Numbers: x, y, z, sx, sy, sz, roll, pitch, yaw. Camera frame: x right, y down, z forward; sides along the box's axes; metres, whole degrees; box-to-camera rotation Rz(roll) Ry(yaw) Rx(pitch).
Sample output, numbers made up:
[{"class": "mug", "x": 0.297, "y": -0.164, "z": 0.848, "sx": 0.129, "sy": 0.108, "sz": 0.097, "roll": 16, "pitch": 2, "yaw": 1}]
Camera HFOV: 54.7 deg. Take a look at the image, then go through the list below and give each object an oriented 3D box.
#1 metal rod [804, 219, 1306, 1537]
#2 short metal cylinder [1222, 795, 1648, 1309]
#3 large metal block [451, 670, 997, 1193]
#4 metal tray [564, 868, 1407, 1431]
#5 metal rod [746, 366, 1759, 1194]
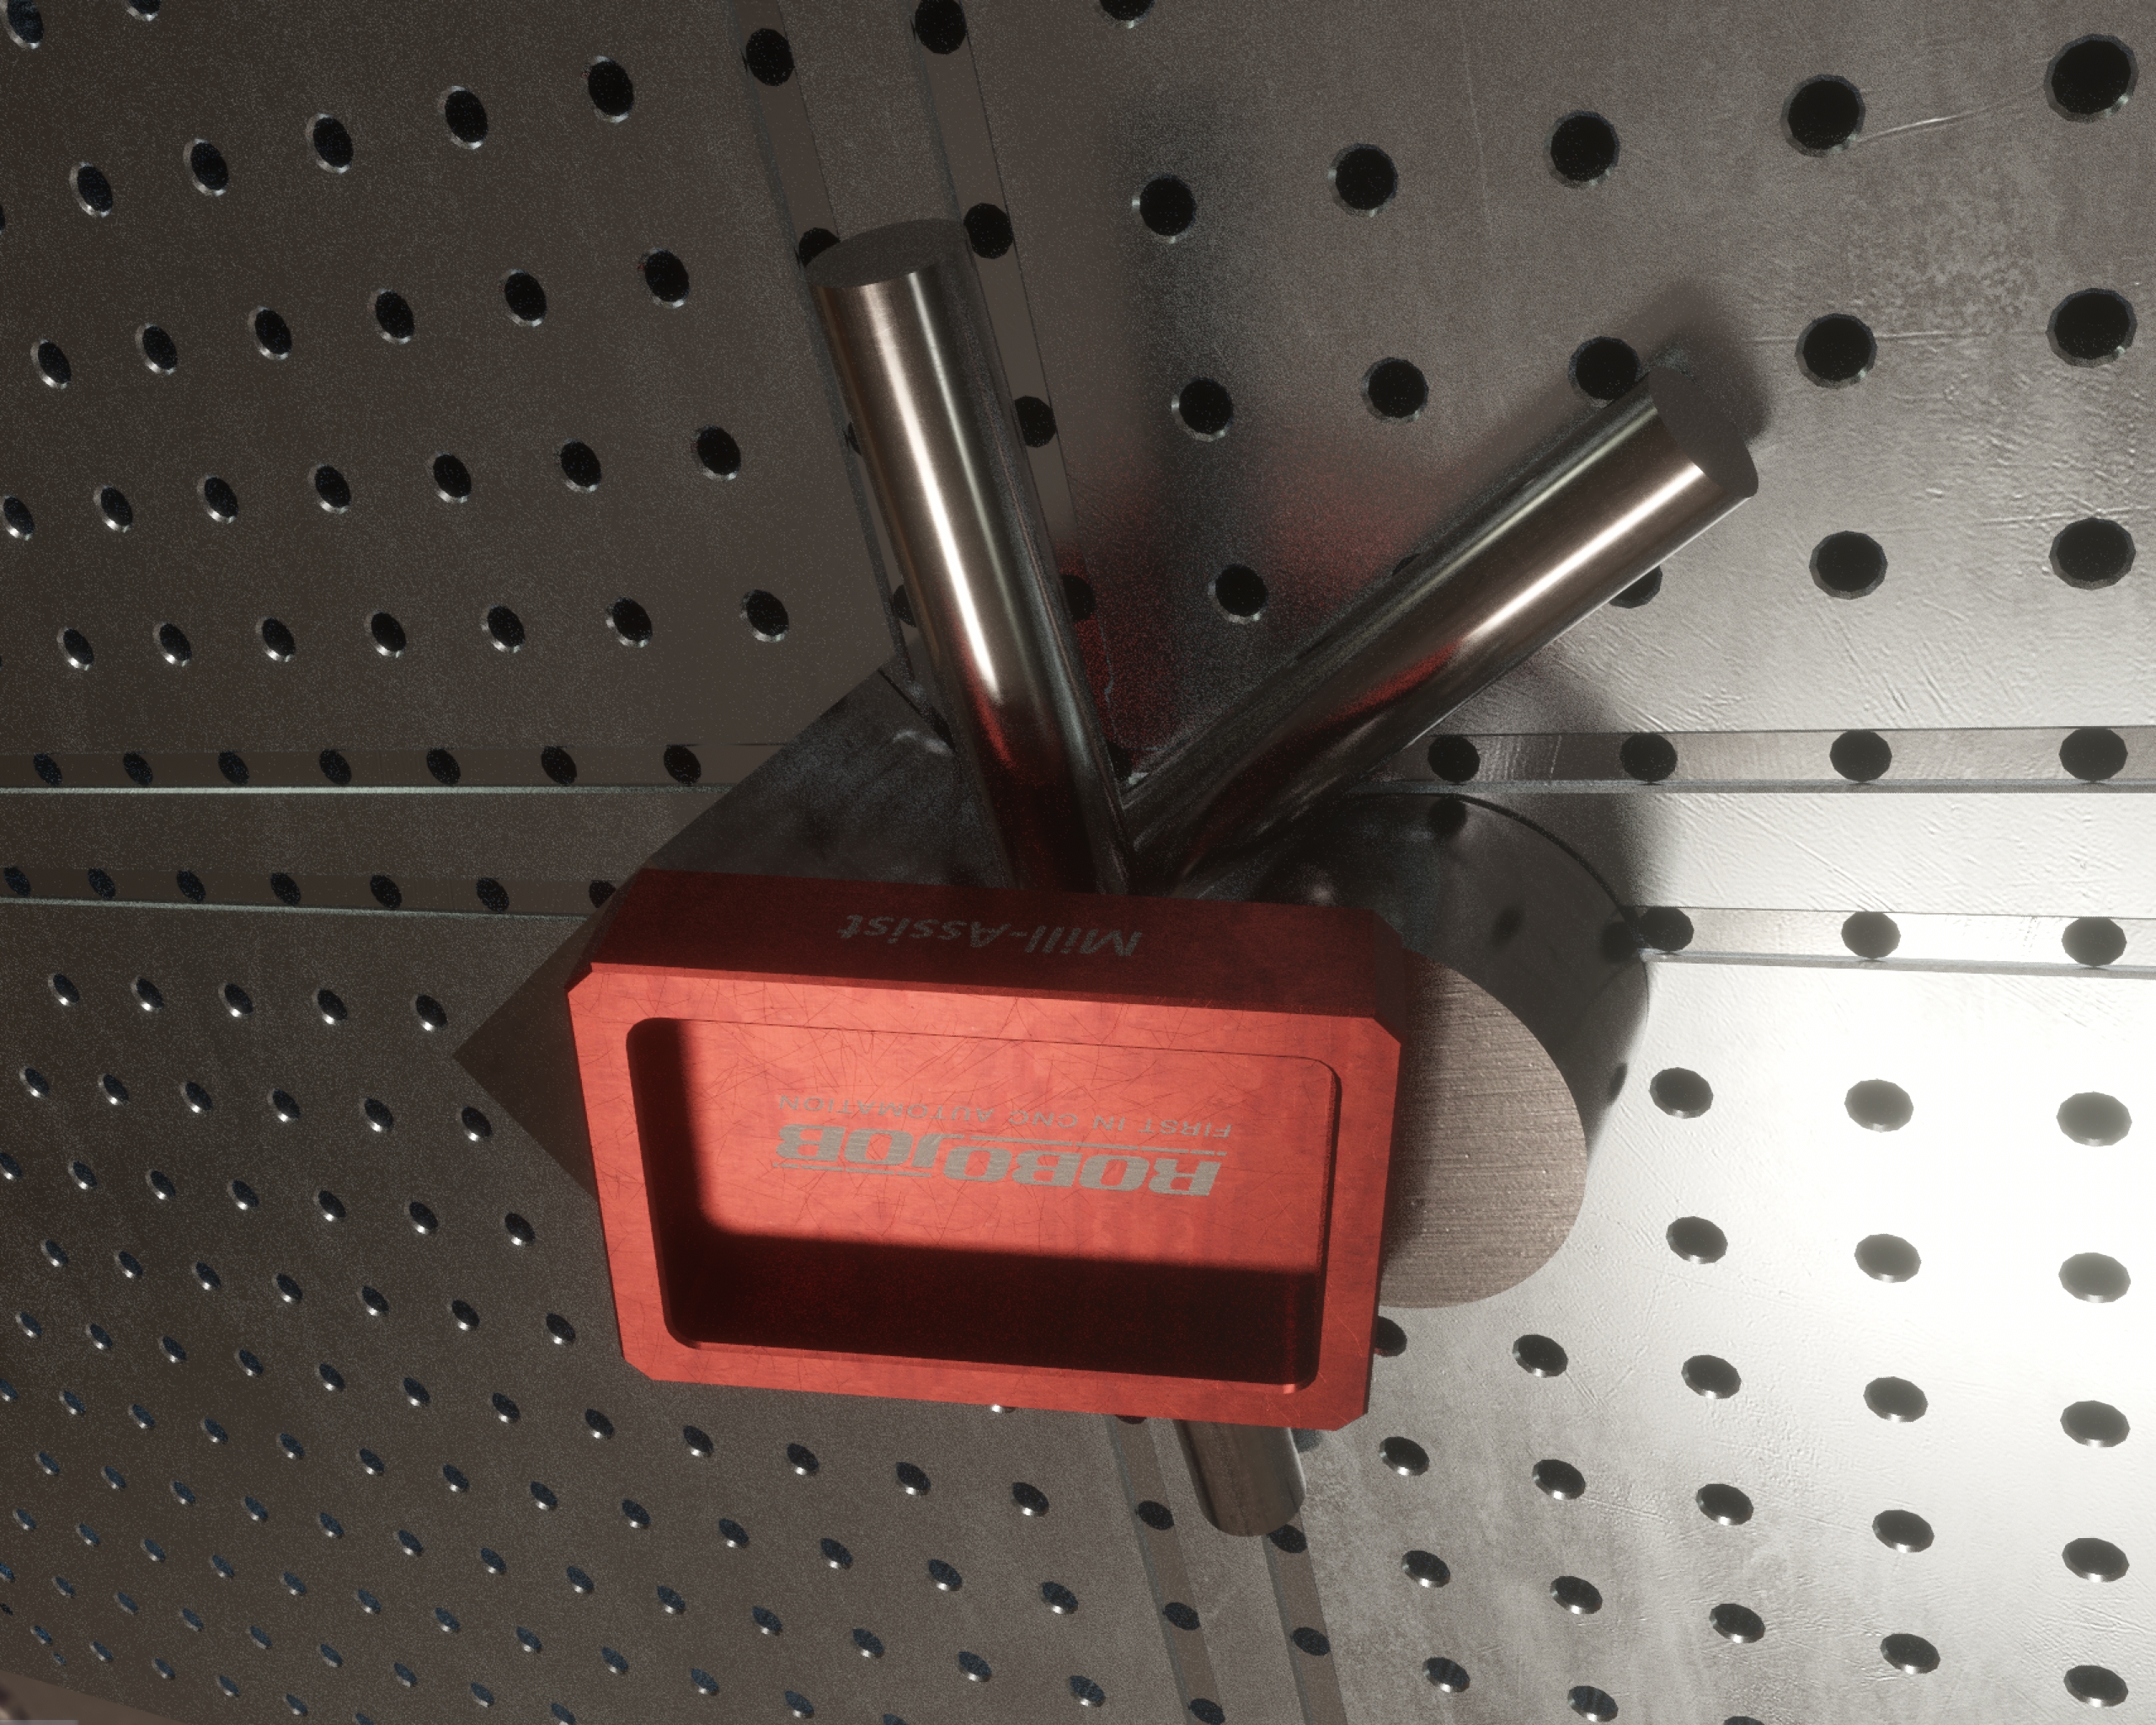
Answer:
[{"class": "metal rod", "x": 0.006, "y": 0.027, "z": 0.394, "sx": 0.025, "sy": 0.025, "sz": 0.298, "roll": 4, "pitch": 130, "yaw": 26}, {"class": "short metal cylinder", "x": 0.059, "y": 0.034, "z": 0.383, "sx": 0.080, "sy": 0.050, "sz": 0.079, "roll": 13, "pitch": 124, "yaw": 20}, {"class": "large metal block", "x": -0.065, "y": 0.018, "z": 0.418, "sx": 0.050, "sy": 0.080, "sz": 0.080, "roll": 47, "pitch": 129, "yaw": -5}, {"class": "metal tray", "x": -0.014, "y": 0.050, "z": 0.353, "sx": 0.131, "sy": 0.030, "sz": 0.089, "roll": 3, "pitch": 122, "yaw": 5}, {"class": "metal rod", "x": 0.004, "y": 0.006, "z": 0.412, "sx": 0.025, "sy": 0.025, "sz": 0.299, "roll": 47, "pitch": 129, "yaw": -6}]
